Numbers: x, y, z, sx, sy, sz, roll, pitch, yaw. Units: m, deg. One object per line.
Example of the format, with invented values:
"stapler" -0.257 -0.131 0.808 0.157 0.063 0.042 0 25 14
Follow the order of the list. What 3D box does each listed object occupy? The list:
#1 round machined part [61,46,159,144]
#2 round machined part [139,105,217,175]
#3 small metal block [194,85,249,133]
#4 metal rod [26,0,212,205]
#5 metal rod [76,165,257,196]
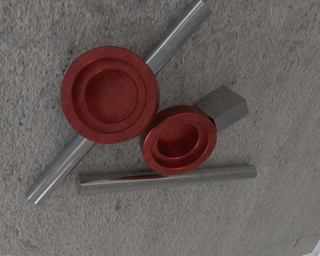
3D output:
"round machined part" -0.049 -0.033 0.327 0.099 0.042 0.097 0 91 6
"round machined part" 0.021 0.011 0.408 0.099 0.042 0.097 -9 126 -13
"small metal block" 0.082 -0.027 0.419 0.050 0.050 0.025 -32 129 -8
"metal rod" -0.052 -0.027 0.362 0.300 0.025 0.025 -48 129 5
"metal rod" 0.028 0.075 0.468 0.303 0.025 0.025 1 118 -29
